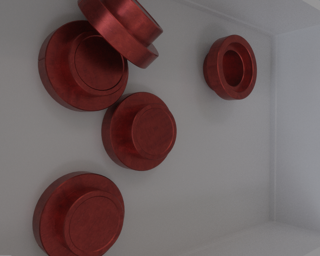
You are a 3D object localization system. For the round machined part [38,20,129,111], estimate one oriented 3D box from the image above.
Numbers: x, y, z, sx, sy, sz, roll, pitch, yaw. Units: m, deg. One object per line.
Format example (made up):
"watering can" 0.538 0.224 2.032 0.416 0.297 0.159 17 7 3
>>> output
"round machined part" -0.074 -0.067 0.333 0.099 0.042 0.097 0 90 -40

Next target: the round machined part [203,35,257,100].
"round machined part" 0.105 -0.092 0.483 0.099 0.042 0.097 0 90 -40

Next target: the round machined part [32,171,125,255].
"round machined part" -0.078 0.097 0.330 0.099 0.042 0.097 0 90 -40

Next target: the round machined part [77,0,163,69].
"round machined part" -0.035 -0.113 0.328 0.042 0.098 0.098 -42 125 15

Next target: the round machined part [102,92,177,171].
"round machined part" -0.018 0.004 0.380 0.099 0.042 0.097 0 90 -40
